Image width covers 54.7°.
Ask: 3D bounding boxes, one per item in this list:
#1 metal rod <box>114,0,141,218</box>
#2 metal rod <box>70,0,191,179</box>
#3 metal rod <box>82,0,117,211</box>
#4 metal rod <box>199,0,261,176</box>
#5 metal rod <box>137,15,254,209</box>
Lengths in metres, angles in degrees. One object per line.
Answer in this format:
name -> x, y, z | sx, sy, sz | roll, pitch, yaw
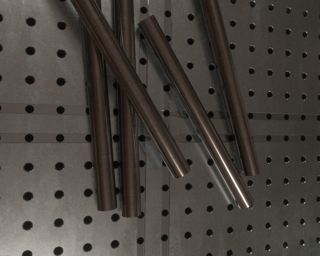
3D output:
metal rod -> -0.042, -0.037, 0.397 | 0.025, 0.025, 0.298 | -2, 91, -20
metal rod -> -0.045, -0.070, 0.368 | 0.025, 0.025, 0.299 | -33, 101, -17
metal rod -> -0.077, -0.048, 0.384 | 0.025, 0.025, 0.298 | -5, 92, -20
metal rod -> 0.099, -0.075, 0.450 | 0.025, 0.025, 0.298 | -18, 96, -19
metal rod -> 0.055, -0.015, 0.434 | 0.025, 0.025, 0.299 | -33, 101, -17
